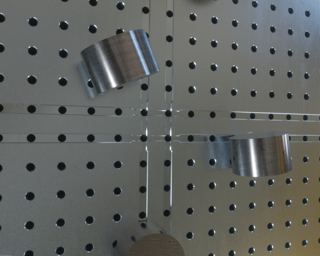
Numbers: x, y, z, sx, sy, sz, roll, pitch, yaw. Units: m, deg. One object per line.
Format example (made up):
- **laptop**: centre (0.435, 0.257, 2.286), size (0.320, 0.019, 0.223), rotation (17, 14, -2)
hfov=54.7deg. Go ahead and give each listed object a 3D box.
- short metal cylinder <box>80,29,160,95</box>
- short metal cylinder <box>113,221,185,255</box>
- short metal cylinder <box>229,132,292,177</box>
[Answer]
- **short metal cylinder**: centre (-0.046, -0.077, 0.366), size (0.081, 0.080, 0.050), rotation (-23, 98, -19)
- **short metal cylinder**: centre (-0.015, 0.166, 0.394), size (0.081, 0.050, 0.079), rotation (0, 90, -20)
- **short metal cylinder**: centre (0.140, 0.035, 0.435), size (0.081, 0.080, 0.050), rotation (-8, 93, -20)
